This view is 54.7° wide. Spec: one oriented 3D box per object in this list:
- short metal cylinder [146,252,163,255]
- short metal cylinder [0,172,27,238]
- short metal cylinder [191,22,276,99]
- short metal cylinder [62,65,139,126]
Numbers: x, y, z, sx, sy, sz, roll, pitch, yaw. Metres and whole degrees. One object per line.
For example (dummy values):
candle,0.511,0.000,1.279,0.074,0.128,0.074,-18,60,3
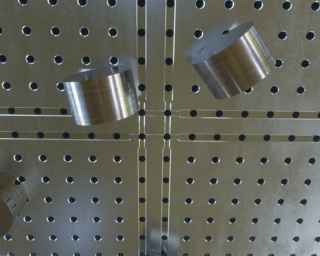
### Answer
short metal cylinder,-0.003,0.238,0.472,0.050,0.080,0.079,20,109,-8
short metal cylinder,-0.238,0.109,0.437,0.081,0.050,0.079,0,110,-1
short metal cylinder,0.084,-0.077,0.357,0.080,0.080,0.050,-34,107,11
short metal cylinder,-0.069,-0.041,0.368,0.080,0.080,0.050,-9,110,3
